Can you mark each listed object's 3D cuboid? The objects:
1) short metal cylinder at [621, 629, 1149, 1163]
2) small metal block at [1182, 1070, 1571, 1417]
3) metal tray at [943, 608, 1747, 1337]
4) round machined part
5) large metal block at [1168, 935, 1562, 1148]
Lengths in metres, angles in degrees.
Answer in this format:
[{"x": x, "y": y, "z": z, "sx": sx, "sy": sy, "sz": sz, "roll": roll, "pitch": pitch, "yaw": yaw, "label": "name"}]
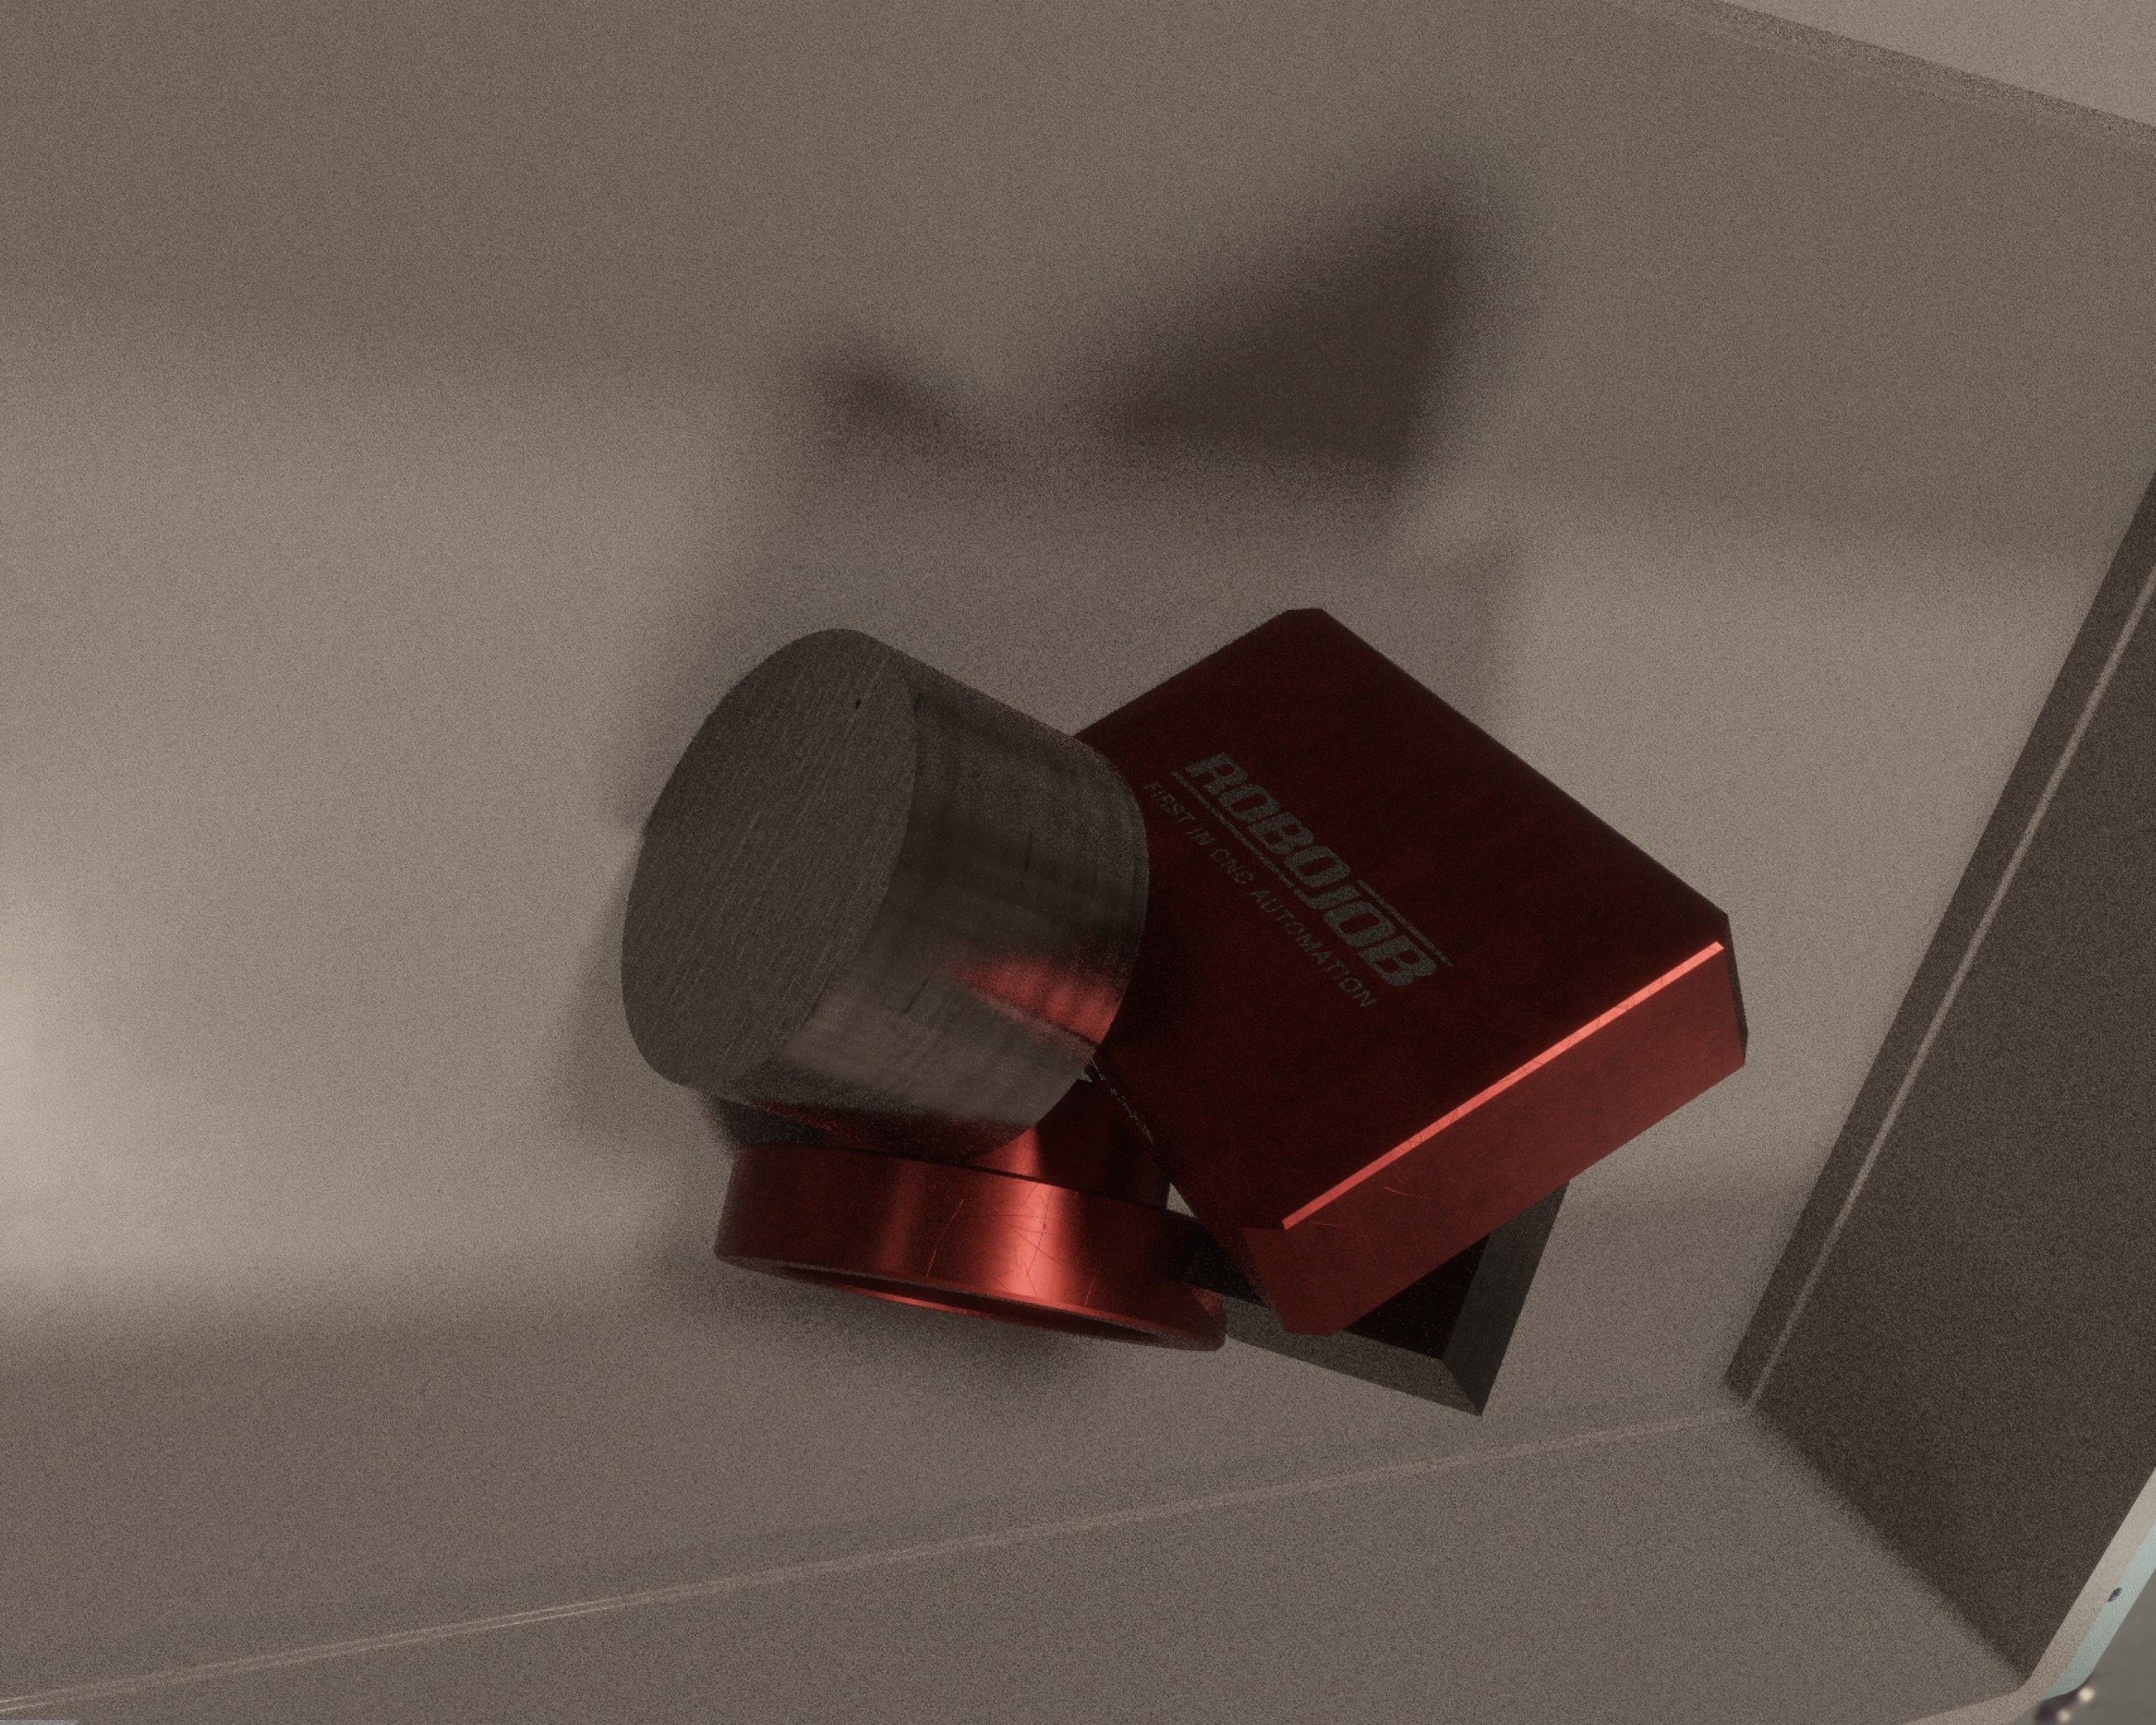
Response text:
[{"x": -0.034, "y": 0.007, "z": 0.358, "sx": 0.050, "sy": 0.080, "sz": 0.080, "roll": 25, "pitch": 105, "yaw": -37, "label": "short metal cylinder"}, {"x": 0.054, "y": 0.065, "z": 0.374, "sx": 0.050, "sy": 0.050, "sz": 0.025, "roll": -62, "pitch": 142, "yaw": -24, "label": "small metal block"}, {"x": 0.041, "y": 0.012, "z": 0.369, "sx": 0.090, "sy": 0.130, "sz": 0.030, "roll": -31, "pitch": 130, "yaw": -9, "label": "metal tray"}, {"x": -0.017, "y": 0.065, "z": 0.404, "sx": 0.099, "sy": 0.098, "sz": 0.042, "roll": 22, "pitch": 71, "yaw": -37, "label": "round machined part"}, {"x": 0.058, "y": 0.027, "z": 0.431, "sx": 0.081, "sy": 0.050, "sz": 0.079, "roll": -14, "pitch": 129, "yaw": -21, "label": "large metal block"}]
